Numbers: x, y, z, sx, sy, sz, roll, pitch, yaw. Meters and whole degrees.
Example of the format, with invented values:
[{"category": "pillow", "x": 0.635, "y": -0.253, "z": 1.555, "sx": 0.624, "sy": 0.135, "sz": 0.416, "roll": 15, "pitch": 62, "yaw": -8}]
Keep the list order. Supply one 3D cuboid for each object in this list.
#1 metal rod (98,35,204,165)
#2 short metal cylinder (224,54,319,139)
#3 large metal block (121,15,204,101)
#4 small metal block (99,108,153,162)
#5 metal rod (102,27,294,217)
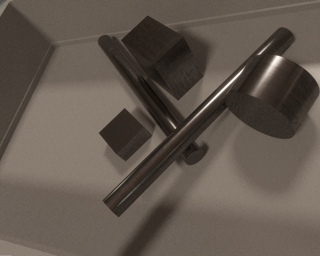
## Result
[{"category": "metal rod", "x": -0.029, "y": -0.059, "z": 0.455, "sx": 0.025, "sy": 0.025, "sz": 0.300, "roll": -38, "pitch": 51, "yaw": 2}, {"category": "short metal cylinder", "x": 0.117, "y": -0.032, "z": 0.328, "sx": 0.080, "sy": 0.080, "sz": 0.050, "roll": 28, "pitch": 77, "yaw": 37}, {"category": "large metal block", "x": 0.004, "y": -0.095, "z": 0.425, "sx": 0.050, "sy": 0.080, "sz": 0.080, "roll": -44, "pitch": 51, "yaw": -2}, {"category": "small metal block", "x": -0.047, "y": 0.009, "z": 0.424, "sx": 0.050, "sy": 0.025, "sz": 0.050, "roll": -44, "pitch": 51, "yaw": -3}, {"category": "metal rod", "x": 0.054, "y": -0.016, "z": 0.360, "sx": 0.301, "sy": 0.025, "sz": 0.025, "roll": -44, "pitch": 51, "yaw": -13}]
